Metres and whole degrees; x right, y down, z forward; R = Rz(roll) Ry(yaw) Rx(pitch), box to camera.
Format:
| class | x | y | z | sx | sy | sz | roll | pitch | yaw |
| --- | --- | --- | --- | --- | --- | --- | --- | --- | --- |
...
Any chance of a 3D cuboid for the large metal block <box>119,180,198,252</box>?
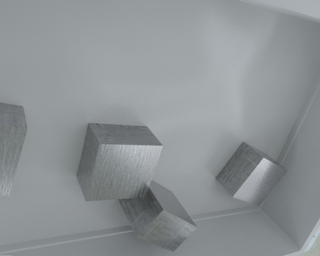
| class | x | y | z | sx | sy | sz | roll | pitch | yaw |
| --- | --- | --- | --- | --- | --- | --- | --- | --- | --- |
| large metal block | -0.005 | 0.121 | 0.447 | 0.050 | 0.080 | 0.080 | -48 | 129 | 5 |

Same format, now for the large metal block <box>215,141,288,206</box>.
| class | x | y | z | sx | sy | sz | roll | pitch | yaw |
| --- | --- | --- | --- | --- | --- | --- | --- | --- | --- |
| large metal block | 0.157 | 0.080 | 0.530 | 0.080 | 0.050 | 0.080 | 25 | 104 | -37 |

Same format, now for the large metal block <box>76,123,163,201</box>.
| class | x | y | z | sx | sy | sz | roll | pitch | yaw |
| --- | --- | --- | --- | --- | --- | --- | --- | --- | --- |
| large metal block | -0.053 | 0.043 | 0.391 | 0.081 | 0.050 | 0.079 | 4 | 117 | -31 |

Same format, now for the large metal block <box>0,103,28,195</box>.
| class | x | y | z | sx | sy | sz | roll | pitch | yaw |
| --- | --- | --- | --- | --- | --- | --- | --- | --- | --- |
| large metal block | -0.184 | 0.017 | 0.303 | 0.081 | 0.050 | 0.079 | 10 | 113 | -33 |
